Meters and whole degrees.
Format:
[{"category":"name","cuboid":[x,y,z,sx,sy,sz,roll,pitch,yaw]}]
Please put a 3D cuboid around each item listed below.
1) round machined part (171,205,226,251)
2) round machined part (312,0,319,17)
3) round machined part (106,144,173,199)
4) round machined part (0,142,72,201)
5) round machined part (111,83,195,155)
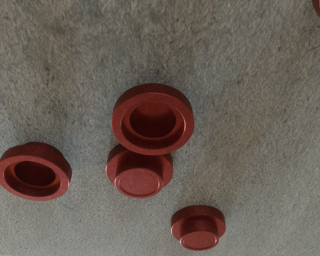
[{"category":"round machined part","cuboid":[0.069,0.184,0.554,0.099,0.042,0.097,-1,130,0]},{"category":"round machined part","cuboid":[0.189,-0.138,0.281,0.099,0.042,0.097,-1,130,0]},{"category":"round machined part","cuboid":[-0.030,0.066,0.452,0.099,0.042,0.097,-1,130,0]},{"category":"round machined part","cuboid":[-0.176,0.058,0.443,0.099,0.042,0.097,-1,130,0]},{"category":"round machined part","cuboid":[-0.008,-0.015,0.383,0.099,0.042,0.097,-1,130,0]}]
